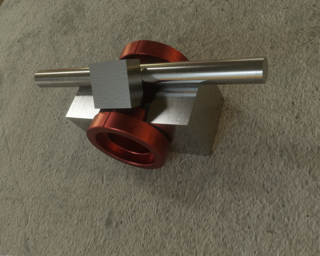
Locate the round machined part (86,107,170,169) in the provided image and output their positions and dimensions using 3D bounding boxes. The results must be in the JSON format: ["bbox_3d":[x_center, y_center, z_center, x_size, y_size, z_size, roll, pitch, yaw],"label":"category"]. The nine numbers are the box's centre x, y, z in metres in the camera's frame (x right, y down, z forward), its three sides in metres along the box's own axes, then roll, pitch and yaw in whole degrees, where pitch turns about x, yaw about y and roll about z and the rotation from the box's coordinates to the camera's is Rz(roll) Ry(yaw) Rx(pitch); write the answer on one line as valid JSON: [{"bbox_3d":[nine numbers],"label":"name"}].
[{"bbox_3d":[-0.034,0.008,0.371,0.098,0.098,0.042,5,59,30],"label":"round machined part"}]

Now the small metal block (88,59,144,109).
[{"bbox_3d":[-0.048,-0.048,0.340,0.050,0.025,0.050,1,103,30],"label":"small metal block"}]

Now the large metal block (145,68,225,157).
[{"bbox_3d":[0.034,-0.021,0.365,0.050,0.080,0.080,4,64,30],"label":"large metal block"}]

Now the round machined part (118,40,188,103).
[{"bbox_3d":[-0.009,-0.065,0.404,0.098,0.098,0.042,4,65,30],"label":"round machined part"}]

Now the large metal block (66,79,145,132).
[{"bbox_3d":[-0.069,-0.029,0.424,0.050,0.080,0.080,5,64,30],"label":"large metal block"}]

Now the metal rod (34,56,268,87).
[{"bbox_3d":[-0.034,-0.061,0.358,0.300,0.025,0.025,3,63,29],"label":"metal rod"}]
